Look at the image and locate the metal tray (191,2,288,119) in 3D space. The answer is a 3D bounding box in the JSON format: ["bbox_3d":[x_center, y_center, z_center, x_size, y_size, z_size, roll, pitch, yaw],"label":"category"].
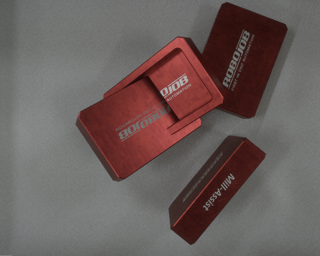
[{"bbox_3d":[0.100,-0.087,0.409,0.090,0.030,0.129,21,90,0],"label":"metal tray"}]

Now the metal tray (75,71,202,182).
[{"bbox_3d":[-0.023,-0.007,0.381,0.131,0.030,0.090,-33,89,-26],"label":"metal tray"}]

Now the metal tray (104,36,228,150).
[{"bbox_3d":[0.004,-0.038,0.382,0.130,0.030,0.090,-33,91,25],"label":"metal tray"}]

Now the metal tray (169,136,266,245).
[{"bbox_3d":[0.064,0.069,0.379,0.030,0.090,0.130,40,90,0],"label":"metal tray"}]
